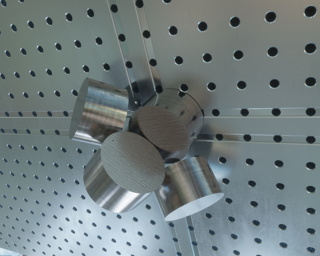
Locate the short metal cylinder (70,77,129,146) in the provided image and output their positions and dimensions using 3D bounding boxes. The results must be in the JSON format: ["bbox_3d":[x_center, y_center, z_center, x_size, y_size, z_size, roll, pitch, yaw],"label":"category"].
[{"bbox_3d":[-0.079,-0.019,0.395,0.050,0.080,0.080,15,133,-23],"label":"short metal cylinder"}]

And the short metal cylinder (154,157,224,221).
[{"bbox_3d":[0.034,0.078,0.396,0.080,0.081,0.050,-47,56,39],"label":"short metal cylinder"}]

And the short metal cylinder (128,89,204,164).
[{"bbox_3d":[0.008,-0.002,0.387,0.080,0.050,0.079,13,124,20],"label":"short metal cylinder"}]

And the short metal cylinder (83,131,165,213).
[{"bbox_3d":[-0.041,0.051,0.361,0.080,0.080,0.050,41,129,-1],"label":"short metal cylinder"}]

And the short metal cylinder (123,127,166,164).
[{"bbox_3d":[-0.035,0.043,0.438,0.080,0.050,0.079,13,124,20],"label":"short metal cylinder"}]
